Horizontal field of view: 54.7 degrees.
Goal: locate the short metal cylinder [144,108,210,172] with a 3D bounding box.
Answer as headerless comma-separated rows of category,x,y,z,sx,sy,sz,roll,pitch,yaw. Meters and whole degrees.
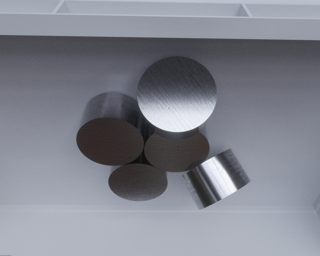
short metal cylinder,0.021,0.012,0.401,0.081,0.050,0.079,0,130,0

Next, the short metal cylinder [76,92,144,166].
short metal cylinder,-0.060,0.002,0.391,0.081,0.050,0.079,0,130,0

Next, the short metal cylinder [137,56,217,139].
short metal cylinder,0.018,-0.030,0.336,0.081,0.080,0.050,-2,169,1

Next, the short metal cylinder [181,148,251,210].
short metal cylinder,0.075,0.070,0.424,0.080,0.050,0.080,-28,168,-7

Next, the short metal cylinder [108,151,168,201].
short metal cylinder,-0.030,0.059,0.440,0.081,0.050,0.079,0,130,0
